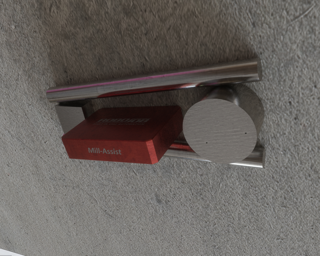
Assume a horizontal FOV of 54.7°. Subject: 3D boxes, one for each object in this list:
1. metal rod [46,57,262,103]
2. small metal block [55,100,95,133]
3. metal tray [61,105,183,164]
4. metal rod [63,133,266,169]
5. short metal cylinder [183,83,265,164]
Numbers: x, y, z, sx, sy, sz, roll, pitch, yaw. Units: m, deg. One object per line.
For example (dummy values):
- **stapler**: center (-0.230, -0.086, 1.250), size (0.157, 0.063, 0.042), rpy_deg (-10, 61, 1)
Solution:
- **metal rod**: center (-0.029, -0.055, 0.390), size (0.300, 0.025, 0.025), rpy_deg (-2, 117, 29)
- **small metal block**: center (-0.123, -0.015, 0.465), size (0.050, 0.025, 0.050), rpy_deg (4, 121, 26)
- **metal tray**: center (-0.045, 0.005, 0.392), size (0.130, 0.090, 0.030), rpy_deg (0, 118, 28)
- **metal rod**: center (-0.012, 0.026, 0.431), size (0.301, 0.025, 0.025), rpy_deg (4, 120, 26)
- **short metal cylinder**: center (0.072, -0.007, 0.349), size (0.080, 0.050, 0.079), rpy_deg (13, 124, 21)
